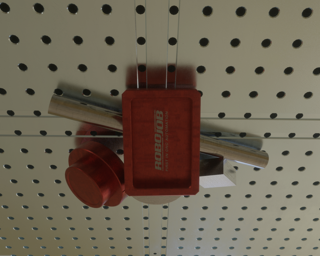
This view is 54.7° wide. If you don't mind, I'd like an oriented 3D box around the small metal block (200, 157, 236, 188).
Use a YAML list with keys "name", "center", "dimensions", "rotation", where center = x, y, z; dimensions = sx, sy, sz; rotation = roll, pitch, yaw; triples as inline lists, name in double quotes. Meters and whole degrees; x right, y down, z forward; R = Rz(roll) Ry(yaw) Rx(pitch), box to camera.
- name: "small metal block"
  center: [0.078, 0.066, 0.449]
  dimensions: [0.050, 0.025, 0.050]
  rotation: [-11, 148, 30]

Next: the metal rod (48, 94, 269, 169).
- name: "metal rod"
  center: [0.008, 0.009, 0.414]
  dimensions: [0.302, 0.025, 0.025]
  rotation: [15, 129, -13]

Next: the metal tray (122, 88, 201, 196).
- name: "metal tray"
  center: [0.002, 0.017, 0.379]
  dimensions: [0.091, 0.030, 0.129]
  rotation: [-1, 101, -1]

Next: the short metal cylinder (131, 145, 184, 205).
- name: "short metal cylinder"
  center: [-0.005, 0.066, 0.446]
  dimensions: [0.081, 0.050, 0.079]
  rotation: [0, 130, 0]

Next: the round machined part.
- name: "round machined part"
  center: [-0.090, 0.070, 0.424]
  dimensions: [0.098, 0.042, 0.097]
  rotation: [20, 130, 26]
